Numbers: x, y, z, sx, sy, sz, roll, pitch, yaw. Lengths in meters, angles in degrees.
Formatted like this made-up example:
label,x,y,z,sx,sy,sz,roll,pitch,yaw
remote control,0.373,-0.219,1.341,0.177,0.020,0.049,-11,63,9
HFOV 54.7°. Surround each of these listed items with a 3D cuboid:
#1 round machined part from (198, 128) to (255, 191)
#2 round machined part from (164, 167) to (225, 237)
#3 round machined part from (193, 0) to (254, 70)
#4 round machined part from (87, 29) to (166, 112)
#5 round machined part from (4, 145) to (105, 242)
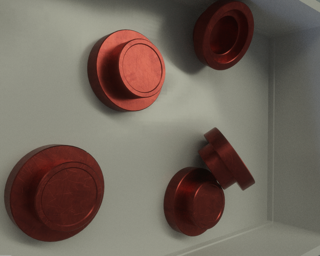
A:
label,x,y,z,sx,sy,sz,roll,pitch,yaw
round machined part,0.091,0.050,0.451,0.042,0.098,0.098,-35,117,4
round machined part,0.056,0.107,0.445,0.099,0.042,0.097,0,90,-40
round machined part,0.088,-0.138,0.455,0.099,0.042,0.097,-20,127,-27
round machined part,-0.032,-0.068,0.370,0.099,0.042,0.097,0,90,-40
round machined part,-0.099,0.066,0.314,0.099,0.042,0.097,0,90,-40
